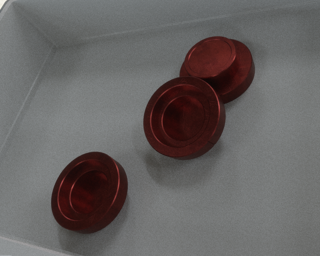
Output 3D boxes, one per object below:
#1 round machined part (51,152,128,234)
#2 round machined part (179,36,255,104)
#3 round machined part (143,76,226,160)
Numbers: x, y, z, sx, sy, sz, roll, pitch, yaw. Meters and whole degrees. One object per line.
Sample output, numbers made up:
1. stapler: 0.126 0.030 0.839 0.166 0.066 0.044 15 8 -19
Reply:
1. round machined part: -0.083 0.082 0.388 0.098 0.042 0.098 -13 56 21
2. round machined part: 0.071 -0.081 0.408 0.098 0.042 0.098 -13 56 21
3. round machined part: 0.032 -0.009 0.374 0.098 0.042 0.098 -9 71 28
